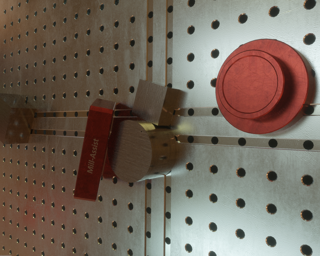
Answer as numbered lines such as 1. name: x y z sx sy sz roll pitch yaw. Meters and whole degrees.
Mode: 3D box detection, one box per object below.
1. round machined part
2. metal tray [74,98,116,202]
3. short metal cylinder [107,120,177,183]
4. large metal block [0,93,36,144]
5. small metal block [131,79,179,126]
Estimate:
1. round machined part: 0.099 -0.042 0.316 0.098 0.042 0.097 0 90 40
2. metal tray: -0.092 0.028 0.447 0.090 0.030 0.129 -116 38 -77
3. short metal cylinder: -0.024 0.029 0.413 0.080 0.050 0.079 0 90 40
4. large metal block: -0.311 -0.021 0.650 0.080 0.050 0.079 32 110 35
5. small metal block: -0.007 -0.035 0.415 0.050 0.025 0.050 23 104 37
